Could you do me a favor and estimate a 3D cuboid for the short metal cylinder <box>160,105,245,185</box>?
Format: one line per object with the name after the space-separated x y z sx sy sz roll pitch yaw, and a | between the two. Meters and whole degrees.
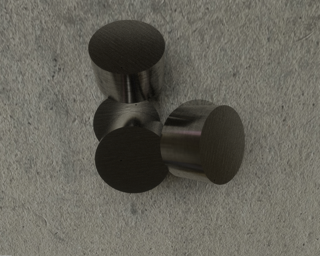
0.047 0.016 0.327 0.050 0.081 0.080 3 118 45 | short metal cylinder

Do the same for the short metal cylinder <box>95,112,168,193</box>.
-0.029 0.027 0.353 0.081 0.050 0.079 0 110 -1 | short metal cylinder

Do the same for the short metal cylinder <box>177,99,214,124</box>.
0.051 0.008 0.401 0.081 0.050 0.079 0 110 -1 | short metal cylinder

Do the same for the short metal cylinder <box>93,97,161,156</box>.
-0.039 -0.011 0.393 0.081 0.050 0.079 0 110 -1 | short metal cylinder

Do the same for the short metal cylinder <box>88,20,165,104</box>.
-0.035 -0.074 0.347 0.081 0.080 0.050 0 149 -1 | short metal cylinder
